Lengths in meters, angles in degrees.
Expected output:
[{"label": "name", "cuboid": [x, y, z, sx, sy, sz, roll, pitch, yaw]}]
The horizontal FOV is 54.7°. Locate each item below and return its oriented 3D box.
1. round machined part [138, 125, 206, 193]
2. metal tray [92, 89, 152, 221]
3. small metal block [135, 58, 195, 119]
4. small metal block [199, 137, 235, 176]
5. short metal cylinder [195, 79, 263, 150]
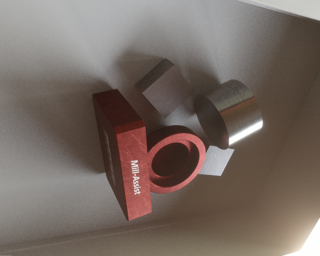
[{"label": "round machined part", "cuboid": [0.010, 0.038, 0.424, 0.099, 0.042, 0.097, -14, 125, -21]}, {"label": "metal tray", "cuboid": [-0.044, 0.031, 0.361, 0.030, 0.090, 0.129, -16, 125, -19]}, {"label": "small metal block", "cuboid": [0.006, -0.048, 0.382, 0.050, 0.025, 0.050, -42, 128, 1]}, {"label": "small metal block", "cuboid": [0.079, 0.045, 0.480, 0.050, 0.025, 0.050, 10, 113, -32]}, {"label": "short metal cylinder", "cuboid": [0.089, -0.018, 0.411, 0.050, 0.080, 0.080, -26, 128, -13]}]
